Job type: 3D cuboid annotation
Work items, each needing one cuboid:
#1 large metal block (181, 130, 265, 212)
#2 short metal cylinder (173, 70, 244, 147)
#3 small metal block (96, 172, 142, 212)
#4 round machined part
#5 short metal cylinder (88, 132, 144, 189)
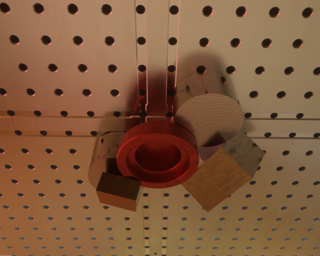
[{"bbox_3d":[0.085,0.053,0.413,0.050,0.080,0.080,46,122,7],"label":"large metal block"},{"bbox_3d":[0.056,-0.023,0.376,0.081,0.050,0.079,0,130,0],"label":"short metal cylinder"},{"bbox_3d":[-0.052,0.083,0.400,0.050,0.025,0.050,14,149,4],"label":"small metal block"},{"bbox_3d":[-0.002,0.028,0.386,0.099,0.042,0.097,0,130,0],"label":"round machined part"},{"bbox_3d":[-0.057,0.052,0.438,0.081,0.050,0.079,0,130,0],"label":"short metal cylinder"}]
